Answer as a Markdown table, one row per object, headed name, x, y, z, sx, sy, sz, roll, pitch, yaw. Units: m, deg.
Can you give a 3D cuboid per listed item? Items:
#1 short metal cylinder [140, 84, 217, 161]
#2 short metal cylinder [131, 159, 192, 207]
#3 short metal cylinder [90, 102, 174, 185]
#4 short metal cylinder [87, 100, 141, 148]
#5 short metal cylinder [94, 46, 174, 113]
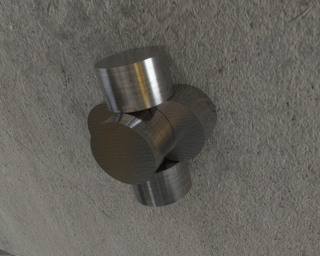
| name | x | y | z | sx | sy | sz | roll | pitch | yaw |
| --- | --- | --- | --- | --- | --- | --- | --- | --- | --- |
| short metal cylinder | 0.023 | -0.007 | 0.374 | 0.080 | 0.050 | 0.079 | 13 | 124 | 20 |
| short metal cylinder | -0.002 | 0.058 | 0.408 | 0.080 | 0.080 | 0.050 | 0 | 119 | 27 |
| short metal cylinder | -0.031 | 0.017 | 0.352 | 0.080 | 0.050 | 0.079 | 13 | 124 | 20 |
| short metal cylinder | -0.048 | -0.007 | 0.411 | 0.080 | 0.050 | 0.079 | 13 | 124 | 20 |
| short metal cylinder | -0.028 | -0.057 | 0.351 | 0.080 | 0.080 | 0.050 | 0 | 118 | 28 |
